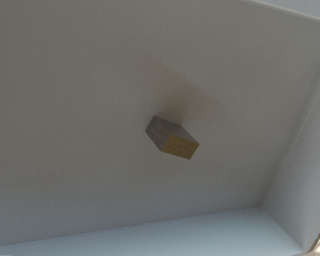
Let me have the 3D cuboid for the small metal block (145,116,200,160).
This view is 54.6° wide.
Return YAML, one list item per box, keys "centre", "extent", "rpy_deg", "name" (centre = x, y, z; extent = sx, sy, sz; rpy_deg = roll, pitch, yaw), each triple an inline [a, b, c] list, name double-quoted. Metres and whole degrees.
- centre: [0.016, 0.013, 0.408]
  extent: [0.050, 0.050, 0.025]
  rpy_deg: [19, 108, -36]
  name: "small metal block"
